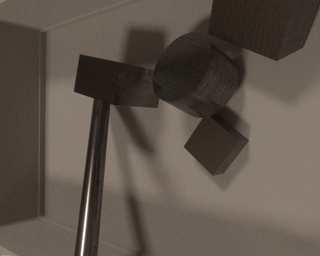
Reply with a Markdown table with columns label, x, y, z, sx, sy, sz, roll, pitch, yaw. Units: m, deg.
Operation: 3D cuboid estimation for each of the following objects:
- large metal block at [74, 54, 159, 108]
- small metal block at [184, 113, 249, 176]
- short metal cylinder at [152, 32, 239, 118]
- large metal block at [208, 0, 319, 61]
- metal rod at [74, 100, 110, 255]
| label | x | y | z | sx | sy | sz | roll | pitch | yaw |
| --- | --- | --- | --- | --- | --- | --- | --- | --- | --- |
| large metal block | -0.054 | -0.062 | 0.413 | 0.080 | 0.081 | 0.050 | 20 | 102 | 38 |
| small metal block | 0.063 | 0.018 | 0.354 | 0.050 | 0.025 | 0.050 | 45 | 117 | 30 |
| short metal cylinder | 0.038 | -0.057 | 0.342 | 0.080 | 0.050 | 0.080 | -21 | 57 | 38 |
| large metal block | 0.098 | -0.120 | 0.289 | 0.080 | 0.050 | 0.079 | 35 | 138 | 34 |
| metal rod | -0.084 | 0.058 | 0.395 | 0.025 | 0.025 | 0.299 | -30 | 47 | 36 |
